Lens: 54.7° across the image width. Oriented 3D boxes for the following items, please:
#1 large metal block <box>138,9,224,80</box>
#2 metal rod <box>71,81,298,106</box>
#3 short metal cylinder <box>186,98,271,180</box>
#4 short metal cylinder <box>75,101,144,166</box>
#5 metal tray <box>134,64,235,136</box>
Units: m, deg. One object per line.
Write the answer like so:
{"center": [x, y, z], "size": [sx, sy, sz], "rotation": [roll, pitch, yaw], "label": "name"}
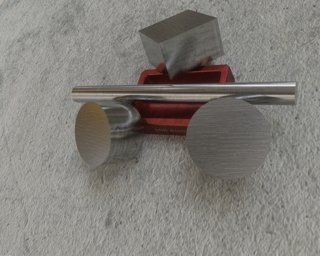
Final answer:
{"center": [0.027, -0.116, 0.418], "size": [0.080, 0.050, 0.080], "rotation": [-26, 34, -9], "label": "large metal block"}
{"center": [0.008, -0.043, 0.389], "size": [0.300, 0.025, 0.025], "rotation": [3, 63, 29], "label": "metal rod"}
{"center": [0.069, 0.012, 0.325], "size": [0.080, 0.050, 0.080], "rotation": [-1, 84, 9], "label": "short metal cylinder"}
{"center": [-0.066, 0.006, 0.396], "size": [0.080, 0.050, 0.079], "rotation": [4, 96, 45], "label": "short metal cylinder"}
{"center": [0.026, -0.036, 0.411], "size": [0.130, 0.030, 0.090], "rotation": [2, 63, 29], "label": "metal tray"}
